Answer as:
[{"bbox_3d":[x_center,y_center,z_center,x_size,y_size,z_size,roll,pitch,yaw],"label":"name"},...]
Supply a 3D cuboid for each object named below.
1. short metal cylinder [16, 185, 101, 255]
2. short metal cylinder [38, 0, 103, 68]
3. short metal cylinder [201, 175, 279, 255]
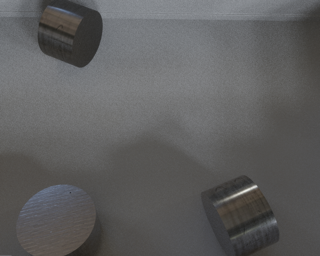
[{"bbox_3d":[-0.109,0.110,0.343,0.081,0.050,0.080,1,51,-1],"label":"short metal cylinder"},{"bbox_3d":[-0.121,-0.130,0.427,0.050,0.080,0.080,22,72,8],"label":"short metal cylinder"},{"bbox_3d":[0.086,0.099,0.345,0.050,0.080,0.080,-22,72,-7],"label":"short metal cylinder"}]
